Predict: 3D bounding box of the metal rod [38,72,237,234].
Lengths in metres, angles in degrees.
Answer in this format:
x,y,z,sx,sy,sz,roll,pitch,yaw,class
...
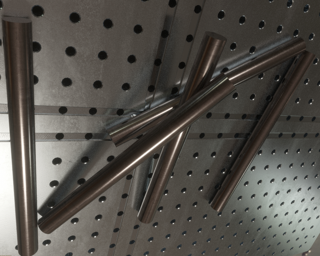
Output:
x,y,z,sx,sy,sz,roll,pitch,yaw,class
-0.038,0.039,0.374,0.300,0.025,0.025,-38,131,14,metal rod

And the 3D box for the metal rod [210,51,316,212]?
x,y,z,sx,sy,sz,roll,pitch,yaw,class
0.162,0.014,0.511,0.025,0.025,0.298,13,112,-34,metal rod

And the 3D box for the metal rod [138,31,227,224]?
x,y,z,sx,sy,sz,roll,pitch,yaw,class
0.019,0.021,0.410,0.025,0.025,0.298,-1,127,-29,metal rod

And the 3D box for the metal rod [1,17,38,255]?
x,y,z,sx,sy,sz,roll,pitch,yaw,class
-0.153,0.032,0.348,0.025,0.025,0.298,-5,121,-27,metal rod

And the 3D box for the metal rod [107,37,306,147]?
x,y,z,sx,sy,sz,roll,pitch,yaw,class
0.071,-0.054,0.418,0.302,0.025,0.025,-27,128,-12,metal rod
